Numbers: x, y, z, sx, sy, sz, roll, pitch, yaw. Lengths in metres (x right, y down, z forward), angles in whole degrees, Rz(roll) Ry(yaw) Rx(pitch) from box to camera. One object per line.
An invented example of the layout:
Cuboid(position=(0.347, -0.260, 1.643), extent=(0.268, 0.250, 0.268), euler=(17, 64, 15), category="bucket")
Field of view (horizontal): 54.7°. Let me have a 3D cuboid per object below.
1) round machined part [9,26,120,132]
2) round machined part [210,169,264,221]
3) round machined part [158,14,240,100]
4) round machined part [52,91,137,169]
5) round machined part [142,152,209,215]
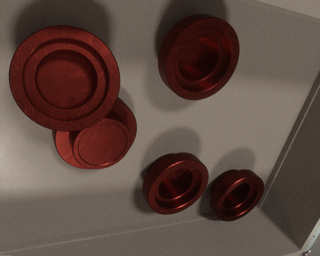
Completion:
Cuboid(position=(-0.092, -0.048, 0.305), extent=(0.099, 0.042, 0.097), euler=(-4, 101, -18), category="round machined part")
Cuboid(position=(0.128, 0.111, 0.539), extent=(0.099, 0.042, 0.097), euler=(-14, 125, -21), category="round machined part")
Cuboid(position=(0.042, -0.086, 0.369), extent=(0.099, 0.042, 0.097), euler=(-14, 125, -21), category="round machined part")
Cuboid(position=(-0.073, 0.009, 0.365), extent=(0.099, 0.042, 0.097), euler=(-14, 125, -21), category="round machined part")
Cuboid(position=(0.019, 0.076, 0.457), extent=(0.099, 0.042, 0.097), euler=(-14, 125, -21), category="round machined part")
